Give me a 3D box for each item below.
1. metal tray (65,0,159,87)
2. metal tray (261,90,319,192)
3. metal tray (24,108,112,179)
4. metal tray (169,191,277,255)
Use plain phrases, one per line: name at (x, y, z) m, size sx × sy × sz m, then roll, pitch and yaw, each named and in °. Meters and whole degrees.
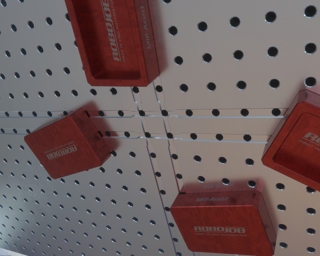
metal tray at (-0.057, -0.115, 0.365) m, size 0.090 × 0.030 × 0.129 m, roll 4°, pitch 121°, yaw 25°
metal tray at (0.188, 0.027, 0.325) m, size 0.130 × 0.030 × 0.089 m, roll 26°, pitch 128°, yaw 11°
metal tray at (-0.152, 0.030, 0.504) m, size 0.130 × 0.030 × 0.090 m, roll -19°, pitch 109°, yaw 35°
metal tray at (0.089, 0.138, 0.445) m, size 0.130 × 0.030 × 0.090 m, roll -11°, pitch 113°, yaw 32°
